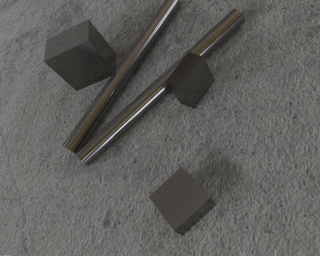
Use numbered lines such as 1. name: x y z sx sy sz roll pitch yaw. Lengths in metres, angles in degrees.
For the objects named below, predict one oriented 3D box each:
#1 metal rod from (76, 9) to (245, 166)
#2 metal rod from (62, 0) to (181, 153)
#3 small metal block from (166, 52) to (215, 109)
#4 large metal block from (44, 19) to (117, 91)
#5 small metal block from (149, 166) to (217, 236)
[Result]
1. metal rod: 0.002 -0.058 0.436 0.300 0.025 0.025 -43 51 -2
2. metal rod: -0.054 -0.091 0.486 0.025 0.025 0.300 22 73 36
3. small metal block: 0.041 -0.061 0.403 0.025 0.050 0.050 28 77 37
4. large metal block: -0.126 -0.115 0.504 0.080 0.080 0.050 -20 54 16
5. small metal block: 0.025 0.080 0.341 0.050 0.025 0.050 -42 51 -1
